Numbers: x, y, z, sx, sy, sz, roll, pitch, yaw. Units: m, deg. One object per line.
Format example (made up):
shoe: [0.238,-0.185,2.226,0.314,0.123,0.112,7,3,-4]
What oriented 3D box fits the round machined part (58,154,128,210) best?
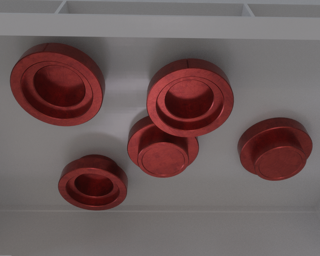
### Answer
round machined part: [-0.097,0.077,0.463,0.099,0.042,0.097,0,130,0]

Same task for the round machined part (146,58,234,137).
round machined part: [0.034,-0.039,0.365,0.099,0.042,0.097,0,130,0]

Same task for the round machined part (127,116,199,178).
round machined part: [0.004,0.031,0.424,0.099,0.042,0.097,0,130,0]

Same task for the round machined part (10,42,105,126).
round machined part: [-0.112,-0.052,0.352,0.099,0.042,0.097,0,130,0]

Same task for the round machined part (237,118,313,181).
round machined part: [0.161,0.036,0.430,0.099,0.042,0.097,0,130,0]
